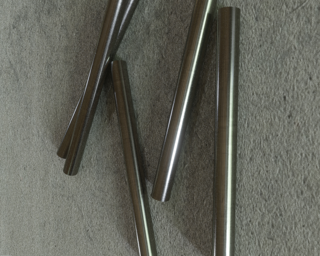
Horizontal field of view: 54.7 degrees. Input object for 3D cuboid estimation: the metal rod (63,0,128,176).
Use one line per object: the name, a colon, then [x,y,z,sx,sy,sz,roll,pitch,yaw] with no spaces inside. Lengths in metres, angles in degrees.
metal rod: [-0.104,-0.052,0.471,0.025,0.025,0.298,39,119,33]

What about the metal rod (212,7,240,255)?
metal rod: [0.073,0.020,0.344,0.025,0.025,0.298,2,91,40]

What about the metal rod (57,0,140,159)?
metal rod: [-0.102,-0.075,0.489,0.025,0.025,0.298,43,116,31]

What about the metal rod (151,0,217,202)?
metal rod: [0.032,-0.053,0.378,0.025,0.025,0.298,21,103,38]

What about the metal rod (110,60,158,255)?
metal rod: [-0.037,0.050,0.435,0.025,0.025,0.298,-16,80,39]
